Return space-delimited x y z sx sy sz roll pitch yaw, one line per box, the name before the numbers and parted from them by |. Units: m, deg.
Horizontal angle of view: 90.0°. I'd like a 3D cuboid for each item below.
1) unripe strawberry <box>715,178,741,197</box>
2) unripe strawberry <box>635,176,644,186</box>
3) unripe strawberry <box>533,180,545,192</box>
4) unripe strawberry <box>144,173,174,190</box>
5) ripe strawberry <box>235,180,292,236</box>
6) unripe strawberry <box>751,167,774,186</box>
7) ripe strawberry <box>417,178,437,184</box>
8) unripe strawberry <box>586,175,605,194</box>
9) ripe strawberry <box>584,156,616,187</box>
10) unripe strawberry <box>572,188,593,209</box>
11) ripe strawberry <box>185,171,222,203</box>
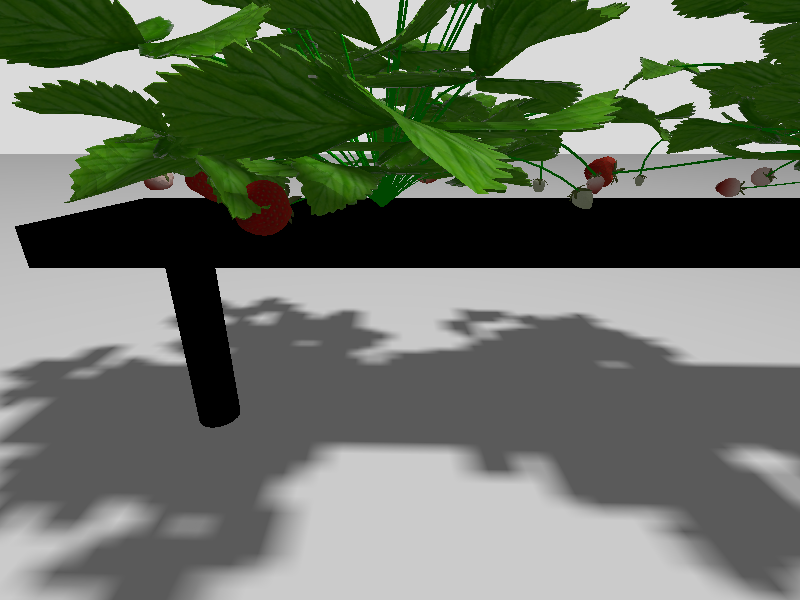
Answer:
unripe strawberry | 0.326 -0.112 0.399 0.019 0.019 0.021 11 24 28
unripe strawberry | 0.267 -0.133 0.448 0.010 0.011 0.011 14 26 32
unripe strawberry | 0.153 -0.126 0.442 0.013 0.014 0.015 -13 25 -30
unripe strawberry | -0.267 -0.133 0.442 0.028 0.027 0.031 -32 4 31
ripe strawberry | -0.083 -0.054 0.237 0.031 0.033 0.034 13 25 29
unripe strawberry | 0.455 -0.155 0.505 0.022 0.024 0.024 2 8 6
ripe strawberry | 0.037 -0.173 0.533 0.038 0.034 0.035 5 22 13
unripe strawberry | 0.217 -0.127 0.444 0.019 0.020 0.018 -29 30 -14
ripe strawberry | 0.246 -0.158 0.492 0.034 0.036 0.031 17 27 38
unripe strawberry | 0.152 -0.083 0.331 0.016 0.018 0.018 -39 14 17
ripe strawberry | -0.169 -0.108 0.359 0.041 0.041 0.046 3 22 8
